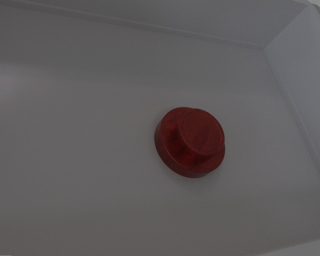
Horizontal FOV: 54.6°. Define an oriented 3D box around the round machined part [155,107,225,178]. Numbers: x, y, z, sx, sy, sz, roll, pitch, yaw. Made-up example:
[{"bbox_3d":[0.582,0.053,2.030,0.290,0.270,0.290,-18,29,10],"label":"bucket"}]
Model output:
[{"bbox_3d":[0.046,0.013,0.411,0.099,0.042,0.098,13,56,-21],"label":"round machined part"}]
